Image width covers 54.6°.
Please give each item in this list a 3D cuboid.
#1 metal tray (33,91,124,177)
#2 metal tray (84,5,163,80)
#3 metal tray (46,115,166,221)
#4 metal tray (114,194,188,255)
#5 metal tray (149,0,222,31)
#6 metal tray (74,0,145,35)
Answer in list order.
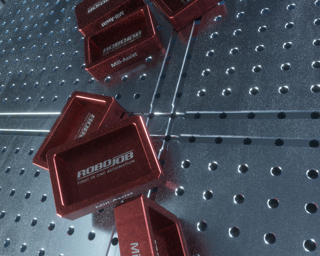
[{"bbox_3d":[-0.121,0.010,0.463,0.090,0.030,0.130,13,68,33],"label":"metal tray"},{"bbox_3d":[-0.067,-0.147,0.531,0.130,0.030,0.090,-23,53,14],"label":"metal tray"},{"bbox_3d":[-0.069,0.048,0.387,0.130,0.030,0.090,-22,63,1],"label":"metal tray"},{"bbox_3d":[0.002,0.136,0.282,0.030,0.090,0.130,-25,53,13],"label":"metal tray"},{"bbox_3d":[0.035,-0.231,0.529,0.090,0.030,0.130,-34,51,5],"label":"metal tray"},{"bbox_3d":[-0.101,-0.237,0.605,0.130,0.030,0.090,-28,52,10],"label":"metal tray"}]
